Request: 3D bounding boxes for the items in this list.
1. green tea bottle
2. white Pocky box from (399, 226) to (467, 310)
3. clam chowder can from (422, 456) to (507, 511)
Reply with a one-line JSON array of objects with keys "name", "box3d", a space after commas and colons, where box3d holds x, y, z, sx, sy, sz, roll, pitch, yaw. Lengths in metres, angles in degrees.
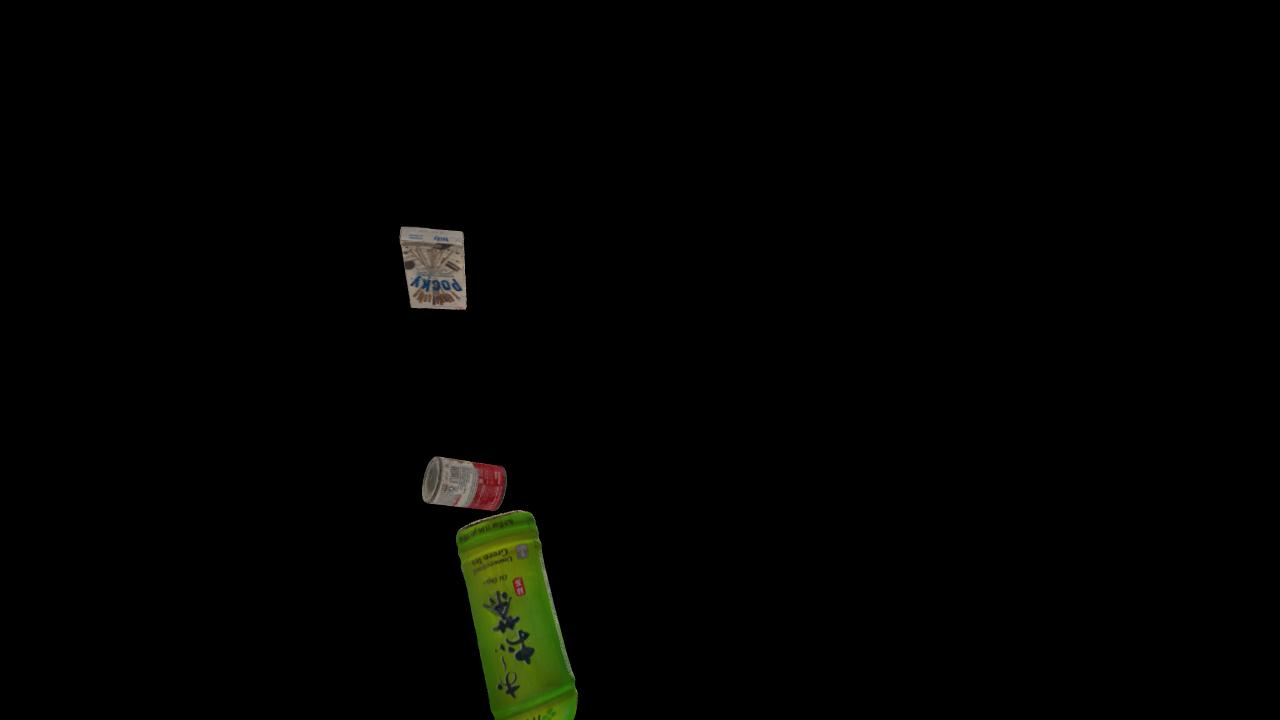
[{"name": "green tea bottle", "box3d": [-0.094, 0.233, 0.499, 0.073, 0.212, 0.073, -19, -20, -7]}, {"name": "white Pocky box", "box3d": [-0.294, -0.128, 0.886, 0.084, 0.028, 0.154, 1, -32, -13]}, {"name": "clam chowder can", "box3d": [-0.254, 0.180, 0.890, 0.102, 0.068, 0.068, 16, -9, -34]}]
